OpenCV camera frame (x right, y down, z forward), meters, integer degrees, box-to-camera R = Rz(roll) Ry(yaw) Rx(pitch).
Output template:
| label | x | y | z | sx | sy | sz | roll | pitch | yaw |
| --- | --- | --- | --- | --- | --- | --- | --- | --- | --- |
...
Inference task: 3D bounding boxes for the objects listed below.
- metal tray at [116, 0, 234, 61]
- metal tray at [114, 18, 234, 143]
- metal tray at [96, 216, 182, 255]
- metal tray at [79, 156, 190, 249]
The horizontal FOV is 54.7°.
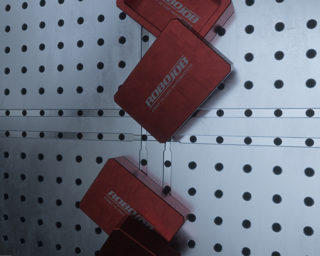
| label | x | y | z | sx | sy | sz | roll | pitch | yaw |
| --- | --- | --- | --- | --- | --- | --- | --- | --- | --- |
| metal tray | 0.017 | -0.159 | 0.403 | 0.130 | 0.030 | 0.090 | 42 | 103 | 15 |
| metal tray | 0.014 | -0.056 | 0.384 | 0.090 | 0.030 | 0.129 | 43 | 114 | 4 |
| metal tray | -0.042 | 0.187 | 0.401 | 0.090 | 0.030 | 0.129 | 35 | 114 | 6 |
| metal tray | -0.037 | 0.111 | 0.422 | 0.130 | 0.030 | 0.090 | 37 | 101 | 15 |
